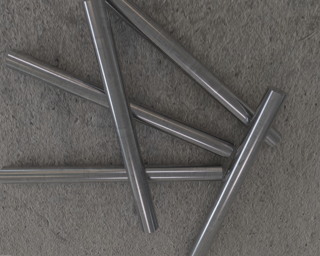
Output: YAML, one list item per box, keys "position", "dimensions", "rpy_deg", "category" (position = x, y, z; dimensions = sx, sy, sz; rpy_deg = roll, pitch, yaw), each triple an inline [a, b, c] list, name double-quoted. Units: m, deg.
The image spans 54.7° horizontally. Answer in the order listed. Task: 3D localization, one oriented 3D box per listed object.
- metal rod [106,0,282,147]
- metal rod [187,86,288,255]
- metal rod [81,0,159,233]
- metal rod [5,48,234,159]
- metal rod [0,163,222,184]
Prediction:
- position: [0.039, -0.075, 0.382]
  dimensions: [0.301, 0.025, 0.025]
  rpy_deg: [39, 106, -13]
  category: "metal rod"
- position: [0.094, 0.084, 0.424]
  dimensions: [0.025, 0.025, 0.298]
  rpy_deg: [16, 116, -6]
  category: "metal rod"
- position: [-0.043, 0.001, 0.381]
  dimensions: [0.025, 0.025, 0.298]
  rpy_deg: [-11, 110, 4]
  category: "metal rod"
- position: [-0.044, -0.028, 0.399]
  dimensions: [0.302, 0.025, 0.025]
  rpy_deg: [23, 109, -9]
  category: "metal rod"
- position: [-0.066, 0.063, 0.432]
  dimensions: [0.302, 0.025, 0.025]
  rpy_deg: [-1, 110, 0]
  category: "metal rod"
